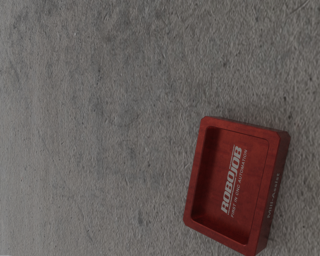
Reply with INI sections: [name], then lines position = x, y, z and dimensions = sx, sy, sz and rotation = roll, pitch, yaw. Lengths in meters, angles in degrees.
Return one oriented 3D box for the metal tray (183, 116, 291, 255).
[metal tray]
position = 0.079, 0.058, 0.336
dimensions = 0.090, 0.030, 0.129
rotation = 16, 100, 39
